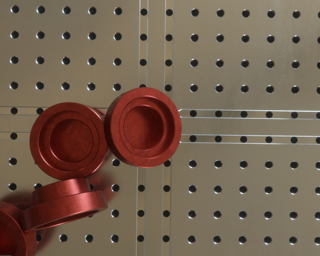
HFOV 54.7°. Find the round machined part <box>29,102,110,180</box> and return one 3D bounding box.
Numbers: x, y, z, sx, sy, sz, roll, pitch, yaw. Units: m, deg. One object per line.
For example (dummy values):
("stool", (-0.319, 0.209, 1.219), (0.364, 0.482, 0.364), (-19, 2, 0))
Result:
("round machined part", (-0.112, 0.017, 0.402), (0.099, 0.042, 0.097), (0, 89, 2))

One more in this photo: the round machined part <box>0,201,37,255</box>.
("round machined part", (-0.201, 0.141, 0.395), (0.098, 0.042, 0.097), (1, 95, 11))

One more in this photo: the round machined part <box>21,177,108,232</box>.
("round machined part", (-0.117, 0.091, 0.378), (0.099, 0.098, 0.042), (-18, 74, 0))

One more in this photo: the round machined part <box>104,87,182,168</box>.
("round machined part", (-0.025, 0.000, 0.391), (0.099, 0.042, 0.097), (2, 85, -31))
